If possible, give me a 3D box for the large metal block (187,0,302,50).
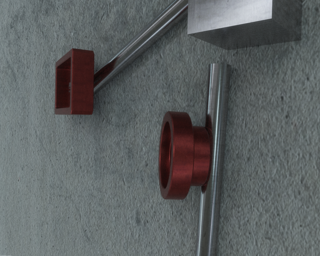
[{"bbox_3d":[0.083,-0.113,0.299,0.080,0.081,0.050,2,92,39],"label":"large metal block"}]

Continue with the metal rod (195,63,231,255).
[{"bbox_3d":[0.058,0.078,0.355,0.025,0.025,0.298,6,94,39],"label":"metal rod"}]

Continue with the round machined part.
[{"bbox_3d":[0.027,0.031,0.349,0.098,0.042,0.097,-176,89,-82],"label":"round machined part"}]

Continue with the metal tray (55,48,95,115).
[{"bbox_3d":[-0.136,-0.065,0.480,0.130,0.030,0.089,4,93,62],"label":"metal tray"}]

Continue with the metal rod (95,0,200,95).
[{"bbox_3d":[-0.010,-0.126,0.410,0.299,0.025,0.025,-32,70,35],"label":"metal rod"}]
